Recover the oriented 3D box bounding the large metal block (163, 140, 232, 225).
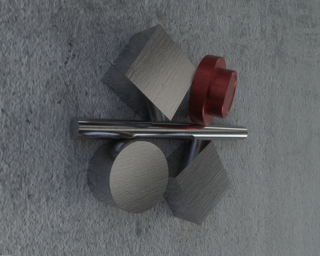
[{"bbox_3d":[0.045,0.072,0.430,0.080,0.050,0.080,-41,115,-33],"label":"large metal block"}]

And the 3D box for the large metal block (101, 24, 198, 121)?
[{"bbox_3d":[-0.010,-0.064,0.380,0.080,0.050,0.080,44,63,-31],"label":"large metal block"}]

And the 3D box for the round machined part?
[{"bbox_3d":[0.078,-0.050,0.432,0.098,0.042,0.097,15,91,-69],"label":"round machined part"}]

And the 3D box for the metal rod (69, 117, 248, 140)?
[{"bbox_3d":[0.023,0.004,0.429,0.302,0.025,0.025,2,89,-40],"label":"metal rod"}]

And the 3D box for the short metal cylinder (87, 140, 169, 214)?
[{"bbox_3d":[-0.037,0.054,0.361,0.081,0.050,0.079,0,90,-40],"label":"short metal cylinder"}]
